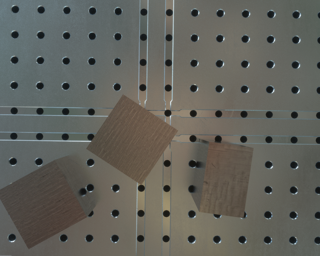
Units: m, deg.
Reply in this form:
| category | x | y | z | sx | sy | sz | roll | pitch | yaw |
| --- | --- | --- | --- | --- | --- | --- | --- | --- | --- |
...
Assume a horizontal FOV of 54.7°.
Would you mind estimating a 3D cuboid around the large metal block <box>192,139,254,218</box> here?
| category | x | y | z | sx | sy | sz | roll | pitch | yaw |
| --- | --- | --- | --- | --- | --- | --- | --- | --- | --- |
| large metal block | 0.074 | 0.058 | 0.387 | 0.050 | 0.080 | 0.080 | 8 | 90 | 0 |

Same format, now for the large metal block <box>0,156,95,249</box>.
| category | x | y | z | sx | sy | sz | roll | pitch | yaw |
| --- | --- | --- | --- | --- | --- | --- | --- | --- | --- |
| large metal block | -0.143 | 0.092 | 0.399 | 0.080 | 0.050 | 0.080 | -29 | 90 | 0 |

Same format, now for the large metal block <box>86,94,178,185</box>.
| category | x | y | z | sx | sy | sz | roll | pitch | yaw |
| --- | --- | --- | --- | --- | --- | --- | --- | --- | --- |
| large metal block | -0.034 | 0.014 | 0.400 | 0.080 | 0.050 | 0.080 | 34 | 90 | -1 |
